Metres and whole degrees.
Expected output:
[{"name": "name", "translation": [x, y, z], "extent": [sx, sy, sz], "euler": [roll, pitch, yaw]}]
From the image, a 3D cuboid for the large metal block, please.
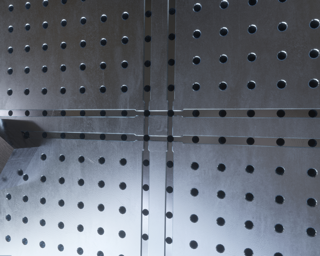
[{"name": "large metal block", "translation": [-0.255, 0.040, 0.490], "extent": [0.080, 0.050, 0.080], "euler": [36, 102, 16]}]
